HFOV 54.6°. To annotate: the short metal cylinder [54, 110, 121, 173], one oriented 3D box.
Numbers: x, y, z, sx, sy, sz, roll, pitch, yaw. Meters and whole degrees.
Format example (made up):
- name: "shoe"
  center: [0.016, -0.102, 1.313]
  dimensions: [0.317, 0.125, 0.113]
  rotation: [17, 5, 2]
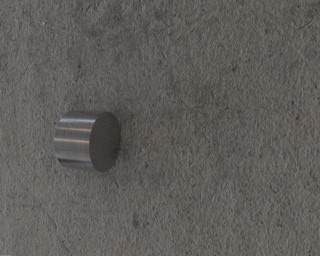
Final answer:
- name: "short metal cylinder"
  center: [-0.094, 0.017, 0.413]
  dimensions: [0.050, 0.080, 0.080]
  rotation: [4, 91, 20]
